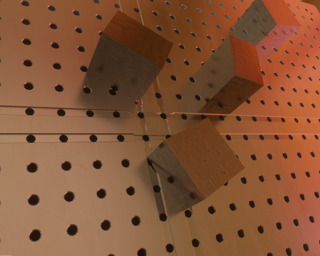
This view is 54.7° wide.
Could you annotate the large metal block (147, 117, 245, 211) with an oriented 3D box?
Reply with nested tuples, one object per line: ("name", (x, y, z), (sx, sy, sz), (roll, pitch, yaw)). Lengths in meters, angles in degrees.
("large metal block", (0.045, 0.044, 0.392), (0.081, 0.050, 0.080), (-26, 76, -37))

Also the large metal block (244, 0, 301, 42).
("large metal block", (0.242, -0.234, 0.669), (0.081, 0.050, 0.080), (-8, 66, -32))

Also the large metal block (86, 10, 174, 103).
("large metal block", (-0.041, -0.091, 0.407), (0.080, 0.080, 0.050), (29, 52, -11))

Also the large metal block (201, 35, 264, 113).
("large metal block", (0.109, -0.082, 0.484), (0.050, 0.080, 0.080), (14, 56, -21))
